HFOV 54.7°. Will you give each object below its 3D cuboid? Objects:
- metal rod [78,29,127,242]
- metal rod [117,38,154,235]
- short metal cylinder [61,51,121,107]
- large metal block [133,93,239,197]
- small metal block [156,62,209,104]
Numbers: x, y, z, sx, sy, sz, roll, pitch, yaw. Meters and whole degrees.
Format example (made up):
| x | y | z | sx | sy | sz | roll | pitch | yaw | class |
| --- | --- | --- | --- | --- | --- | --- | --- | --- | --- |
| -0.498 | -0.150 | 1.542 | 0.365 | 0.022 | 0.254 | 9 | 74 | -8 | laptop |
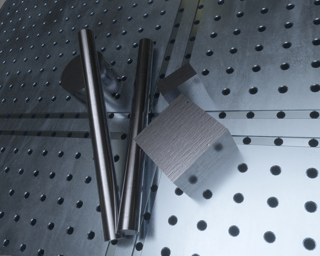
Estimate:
| x | y | z | sx | sy | sz | roll | pitch | yaw | class |
| --- | --- | --- | --- | --- | --- | --- | --- | --- | --- |
| -0.082 | -0.006 | 0.413 | 0.025 | 0.025 | 0.299 | -20 | 67 | 17 | metal rod |
| -0.029 | -0.011 | 0.423 | 0.025 | 0.025 | 0.300 | -12 | 55 | 22 | metal rod |
| -0.110 | -0.078 | 0.498 | 0.080 | 0.050 | 0.080 | -13 | 56 | 21 | short metal cylinder |
| 0.030 | 0.019 | 0.365 | 0.080 | 0.050 | 0.080 | -44 | 51 | -3 | large metal block |
| 0.030 | -0.050 | 0.407 | 0.050 | 0.050 | 0.025 | -33 | 52 | 7 | small metal block |
